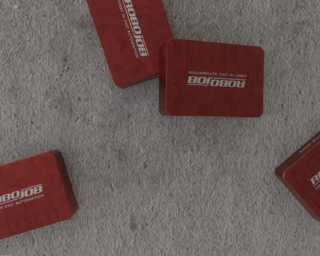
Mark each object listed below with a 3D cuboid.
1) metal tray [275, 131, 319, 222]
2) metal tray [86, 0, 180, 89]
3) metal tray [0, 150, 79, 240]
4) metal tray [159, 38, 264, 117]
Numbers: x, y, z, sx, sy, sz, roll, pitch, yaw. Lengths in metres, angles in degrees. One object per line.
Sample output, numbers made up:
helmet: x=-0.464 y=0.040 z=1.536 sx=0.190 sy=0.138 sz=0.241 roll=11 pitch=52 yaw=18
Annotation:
metal tray: x=0.232 y=0.051 z=0.409 sx=0.130 sy=0.030 sz=0.090 roll=-41 pitch=90 yaw=0
metal tray: x=-0.034 y=-0.127 z=0.407 sx=0.090 sy=0.030 sz=0.129 roll=-18 pitch=90 yaw=0
metal tray: x=-0.185 y=0.089 z=0.406 sx=0.131 sy=0.030 sz=0.090 roll=-17 pitch=90 yaw=0
metal tray: x=0.066 y=-0.059 z=0.389 sx=0.131 sy=0.030 sz=0.089 roll=0 pitch=91 yaw=-17
